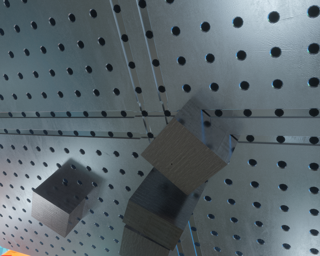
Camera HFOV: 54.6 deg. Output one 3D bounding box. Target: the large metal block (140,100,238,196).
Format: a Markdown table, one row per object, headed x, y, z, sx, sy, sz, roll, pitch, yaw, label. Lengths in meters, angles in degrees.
| x | y | z | sx | sy | sz | roll | pitch | yaw | label |
| --- | --- | --- | --- | --- | --- | --- | --- | --- | --- |
| 0.036 | 0.026 | 0.392 | 0.080 | 0.050 | 0.080 | 41 | 129 | 0 | large metal block |

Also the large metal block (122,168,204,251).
| x | y | z | sx | sy | sz | roll | pitch | yaw | label |
| --- | --- | --- | --- | --- | --- | --- | --- | --- | --- |
| 0.005 | 0.111 | 0.442 | 0.080 | 0.080 | 0.050 | 27 | 128 | 11 | large metal block |

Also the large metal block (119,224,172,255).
| x | y | z | sx | sy | sz | roll | pitch | yaw | label |
| --- | --- | --- | --- | --- | --- | --- | --- | --- | --- |
| -0.017 | 0.191 | 0.523 | 0.080 | 0.050 | 0.079 | 23 | 127 | 14 | large metal block |

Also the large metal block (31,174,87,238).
| x | y | z | sx | sy | sz | roll | pitch | yaw | label |
| --- | --- | --- | --- | --- | --- | --- | --- | --- | --- |
| -0.194 | 0.149 | 0.590 | 0.080 | 0.050 | 0.079 | 29 | 128 | 10 | large metal block |
